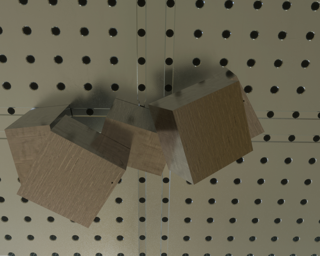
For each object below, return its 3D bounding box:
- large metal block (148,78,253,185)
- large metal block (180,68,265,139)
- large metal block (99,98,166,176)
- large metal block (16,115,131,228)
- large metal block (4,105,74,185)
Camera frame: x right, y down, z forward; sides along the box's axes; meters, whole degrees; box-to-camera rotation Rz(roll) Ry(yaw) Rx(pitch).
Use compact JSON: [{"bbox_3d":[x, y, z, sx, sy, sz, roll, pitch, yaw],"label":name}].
[{"bbox_3d":[0.044,0.000,0.328,0.081,0.050,0.080,-25,111,-22],"label":"large metal block"},{"bbox_3d":[0.072,-0.017,0.395,0.080,0.050,0.080,-29,108,9],"label":"large metal block"},{"bbox_3d":[-0.029,0.009,0.386,0.080,0.080,0.050,18,109,-7],"label":"large metal block"},{"bbox_3d":[-0.088,0.045,0.329,0.080,0.050,0.080,30,107,-10],"label":"large metal block"},{"bbox_3d":[-0.142,0.022,0.390,0.050,0.080,0.079,-6,110,2],"label":"large metal block"}]
